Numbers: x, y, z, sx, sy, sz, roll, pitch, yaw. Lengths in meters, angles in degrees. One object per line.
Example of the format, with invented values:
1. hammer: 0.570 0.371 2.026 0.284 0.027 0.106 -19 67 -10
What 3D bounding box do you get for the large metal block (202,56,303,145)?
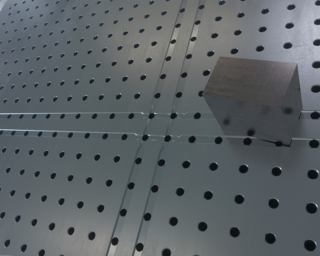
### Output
1. large metal block: 0.103 -0.029 0.337 0.080 0.080 0.050 14 69 34
